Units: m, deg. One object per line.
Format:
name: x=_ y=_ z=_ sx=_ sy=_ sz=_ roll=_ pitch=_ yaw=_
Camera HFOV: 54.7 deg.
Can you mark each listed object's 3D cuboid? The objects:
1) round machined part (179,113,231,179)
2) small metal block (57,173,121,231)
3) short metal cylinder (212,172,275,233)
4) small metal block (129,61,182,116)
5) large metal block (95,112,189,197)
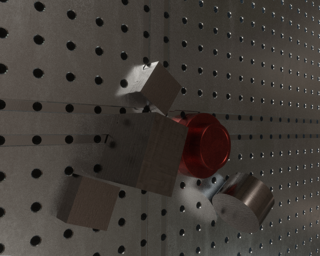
round machined part: x=0.068 y=0.026 z=0.457 sx=0.099 sy=0.042 sz=0.097 roll=0 pitch=90 yaw=-40
small metal block: x=-0.078 y=0.083 z=0.345 sx=0.050 sy=0.025 sz=0.050 roll=27 pitch=73 yaw=-37
short metal cylinder: x=0.130 y=0.117 z=0.486 sx=0.050 sy=0.080 sz=0.080 roll=-41 pitch=116 yaw=-32
small metal block: x=-0.005 y=-0.050 z=0.407 sx=0.050 sy=0.025 sz=0.050 roll=43 pitch=64 yaw=-32
large metal block: x=-0.022 y=0.029 z=0.357 sx=0.050 sy=0.080 sz=0.080 roll=25 pitch=75 yaw=-38
